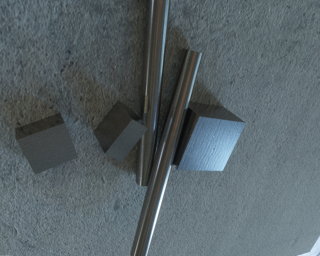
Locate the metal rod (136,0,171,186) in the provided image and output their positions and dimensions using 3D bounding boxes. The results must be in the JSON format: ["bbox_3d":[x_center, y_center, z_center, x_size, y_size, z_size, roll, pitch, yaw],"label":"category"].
[{"bbox_3d":[-0.009,-0.054,0.369,0.025,0.025,0.298,-9,123,-24],"label":"metal rod"}]

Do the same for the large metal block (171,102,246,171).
[{"bbox_3d":[0.059,0.012,0.432,0.081,0.050,0.079,6,115,-32],"label":"large metal block"}]

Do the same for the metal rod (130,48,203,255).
[{"bbox_3d":[0.005,0.046,0.412,0.025,0.025,0.298,5,108,-31],"label":"metal rod"}]

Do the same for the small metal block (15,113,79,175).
[{"bbox_3d":[-0.127,0.017,0.349,0.050,0.025,0.050,-22,127,-16],"label":"small metal block"}]

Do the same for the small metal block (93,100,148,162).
[{"bbox_3d":[-0.048,0.003,0.367,0.025,0.050,0.050,33,100,-39],"label":"small metal block"}]
